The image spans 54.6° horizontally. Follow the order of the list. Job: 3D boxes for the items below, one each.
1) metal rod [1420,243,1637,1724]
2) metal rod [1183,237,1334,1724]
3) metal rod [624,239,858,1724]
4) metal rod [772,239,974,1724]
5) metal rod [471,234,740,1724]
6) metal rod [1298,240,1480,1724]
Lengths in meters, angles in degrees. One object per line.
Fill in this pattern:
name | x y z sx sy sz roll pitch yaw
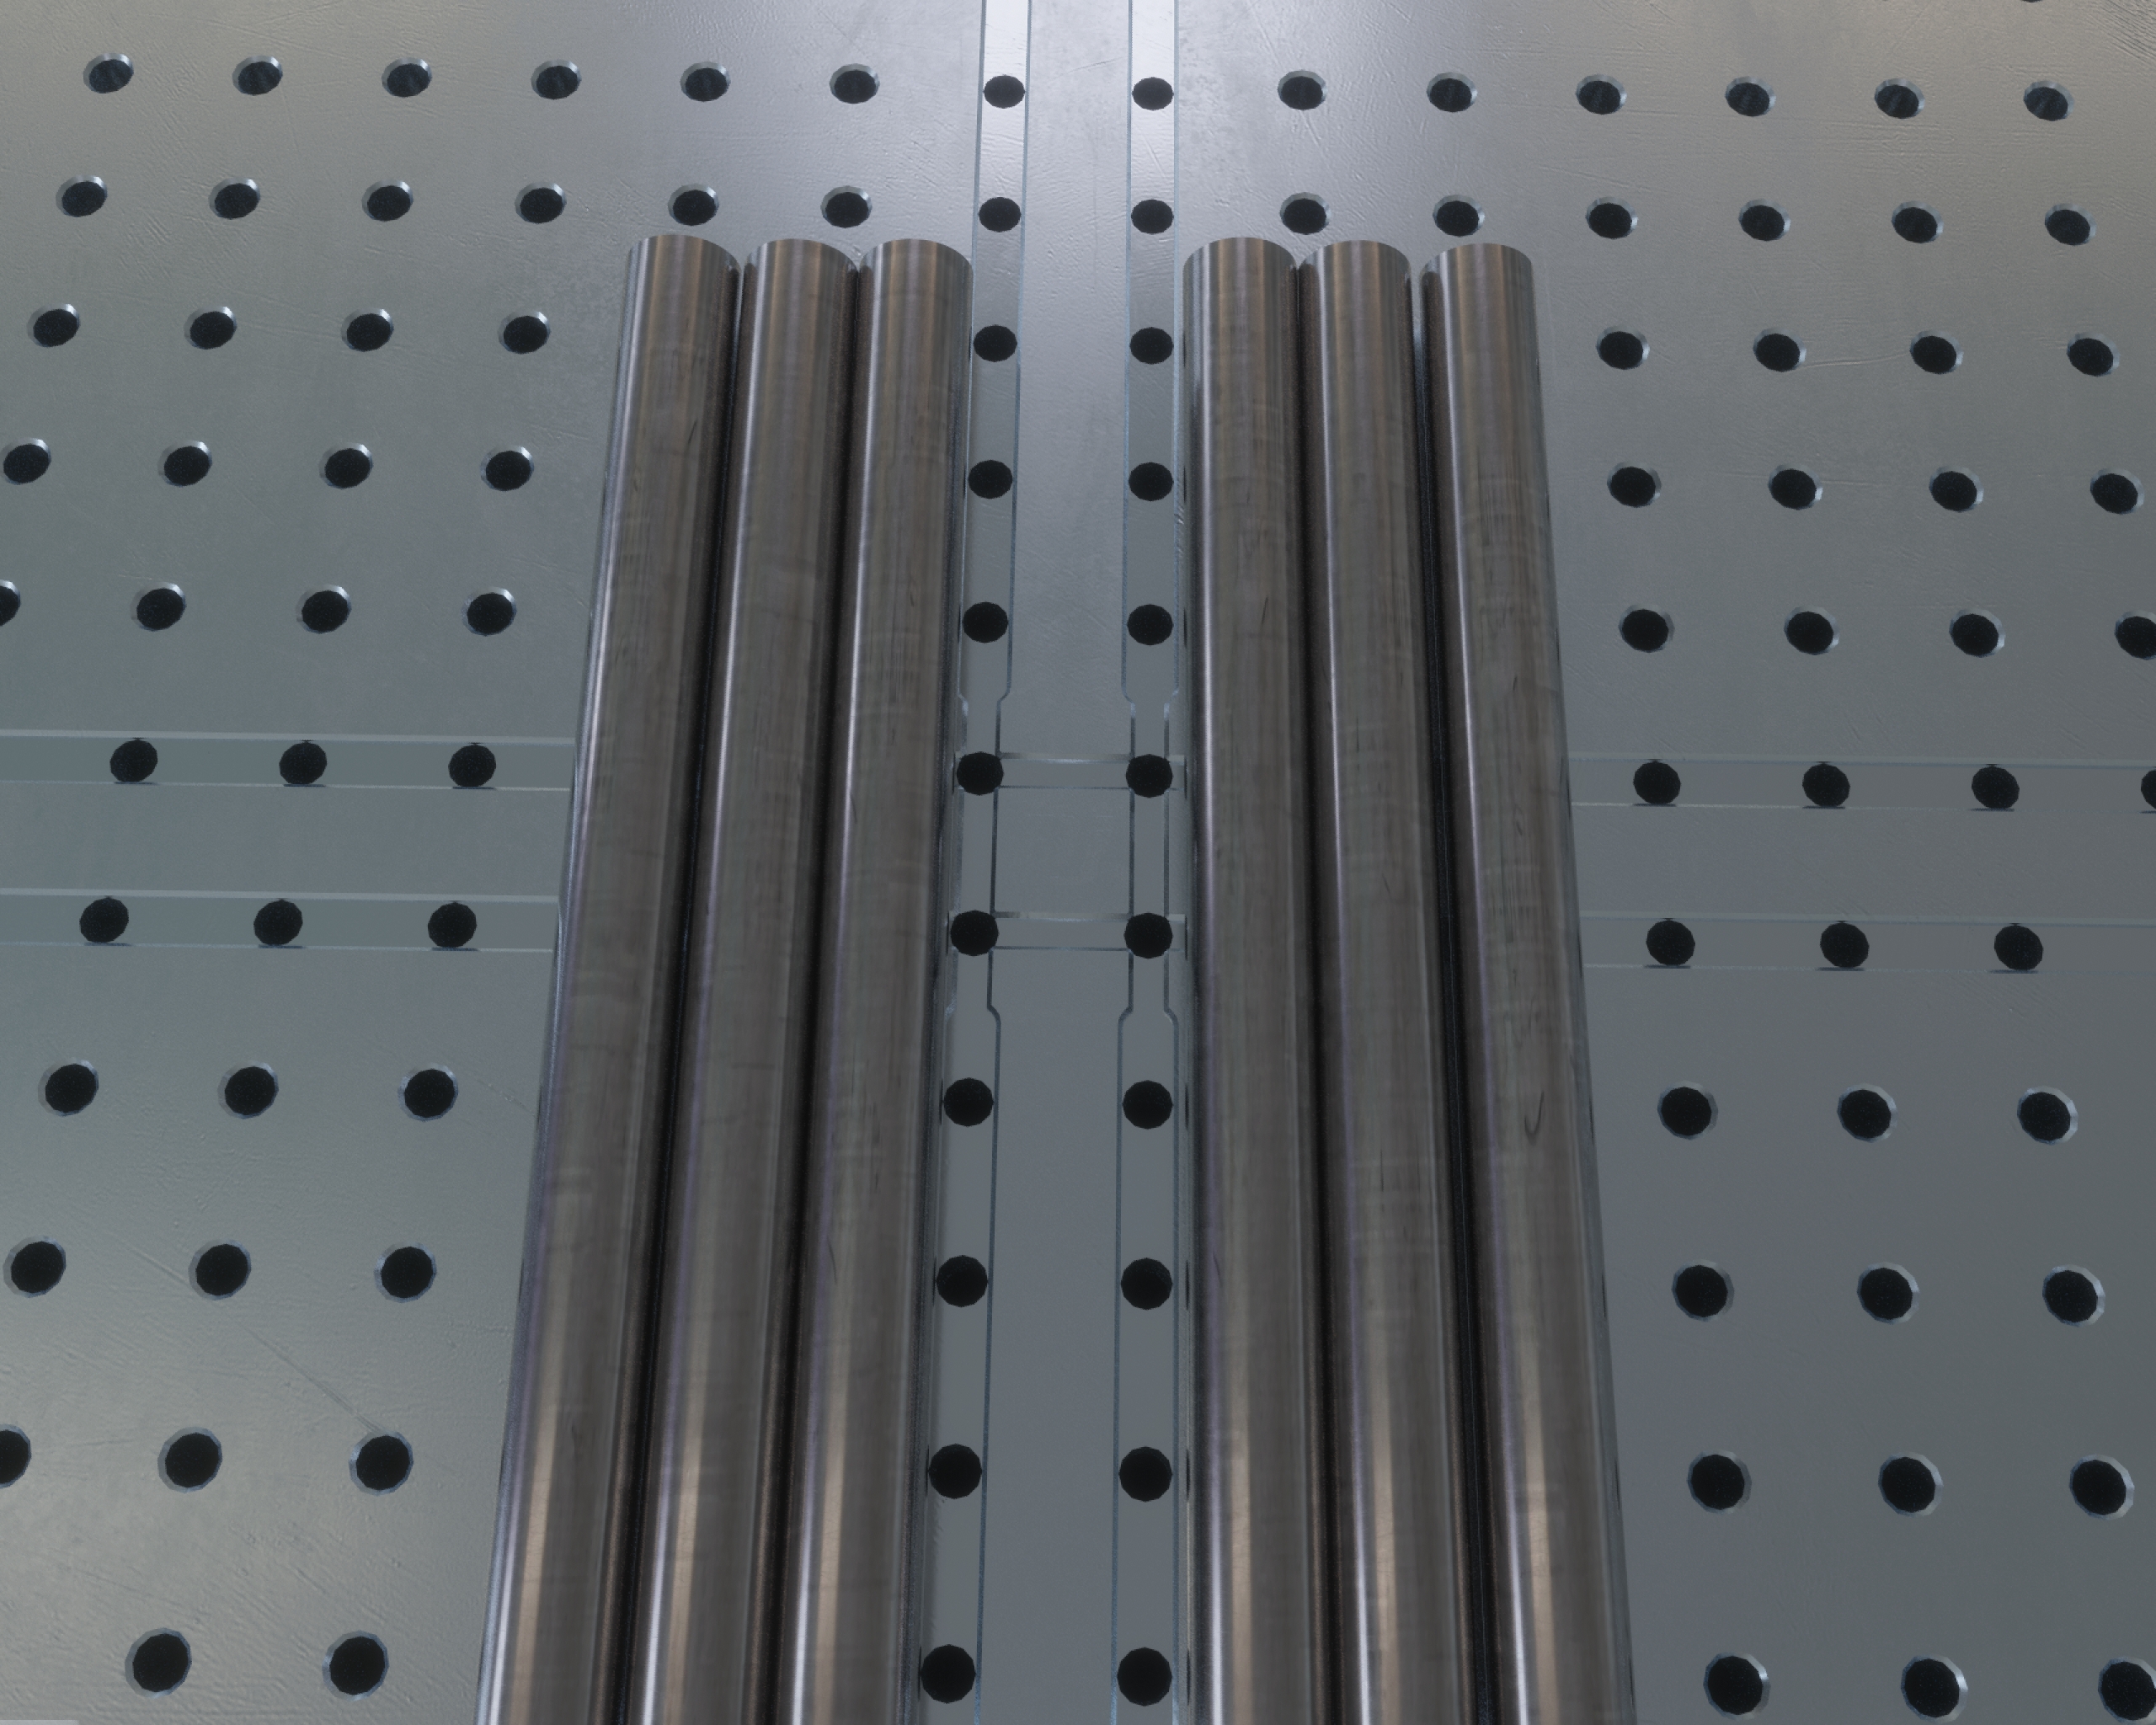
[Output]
metal rod | 0.085 0.012 0.407 0.025 0.025 0.299 1 70 0
metal rod | 0.033 0.011 0.407 0.025 0.025 0.299 1 70 0
metal rod | -0.063 0.011 0.407 0.025 0.025 0.299 1 70 0
metal rod | -0.038 0.011 0.407 0.025 0.025 0.299 1 70 0
metal rod | -0.089 0.010 0.407 0.025 0.025 0.299 1 70 0
metal rod | 0.058 0.011 0.407 0.025 0.025 0.299 1 70 0
